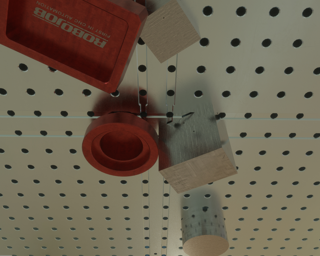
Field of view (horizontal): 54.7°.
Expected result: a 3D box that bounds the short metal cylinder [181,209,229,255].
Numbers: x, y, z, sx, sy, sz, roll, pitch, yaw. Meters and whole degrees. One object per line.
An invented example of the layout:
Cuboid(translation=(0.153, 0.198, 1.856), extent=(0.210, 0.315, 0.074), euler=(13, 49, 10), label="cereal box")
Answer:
Cuboid(translation=(0.080, 0.192, 0.559), extent=(0.081, 0.050, 0.079), euler=(0, 130, 0), label="short metal cylinder")

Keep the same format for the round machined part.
Cuboid(translation=(-0.051, 0.018, 0.414), extent=(0.099, 0.042, 0.097), euler=(0, 131, 0), label="round machined part")

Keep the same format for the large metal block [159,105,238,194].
Cuboid(translation=(0.046, 0.027, 0.399), extent=(0.080, 0.080, 0.050), euler=(-23, 127, 18), label="large metal block")

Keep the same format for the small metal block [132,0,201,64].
Cuboid(translation=(0.007, -0.104, 0.323), extent=(0.050, 0.025, 0.050), euler=(-28, 125, 21), label="small metal block")

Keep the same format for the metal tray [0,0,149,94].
Cuboid(translation=(-0.088, -0.100, 0.304), extent=(0.131, 0.030, 0.089), euler=(24, 127, -5), label="metal tray")
